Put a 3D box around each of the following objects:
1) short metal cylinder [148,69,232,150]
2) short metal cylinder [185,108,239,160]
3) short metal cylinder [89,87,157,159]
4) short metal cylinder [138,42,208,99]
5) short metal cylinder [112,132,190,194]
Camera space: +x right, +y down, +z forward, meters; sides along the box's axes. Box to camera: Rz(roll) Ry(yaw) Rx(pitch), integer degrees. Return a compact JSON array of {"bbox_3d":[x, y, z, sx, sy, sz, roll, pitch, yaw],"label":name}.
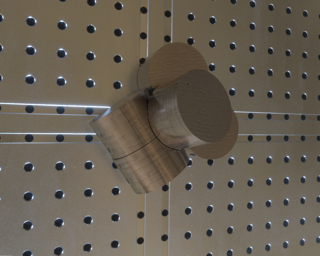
[{"bbox_3d":[0.034,-0.019,0.344,0.081,0.050,0.080,11,72,-36],"label":"short metal cylinder"},{"bbox_3d":[0.058,0.001,0.421,0.081,0.050,0.079,0,90,-21],"label":"short metal cylinder"},{"bbox_3d":[-0.037,-0.007,0.371,0.080,0.080,0.050,-36,102,-17],"label":"short metal cylinder"},{"bbox_3d":[0.016,-0.066,0.405,0.081,0.050,0.079,0,90,-21],"label":"short metal cylinder"},{"bbox_3d":[-0.011,0.036,0.380,0.080,0.080,0.050,-35,102,-17],"label":"short metal cylinder"}]
